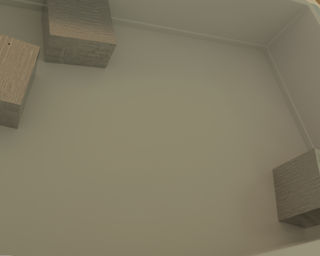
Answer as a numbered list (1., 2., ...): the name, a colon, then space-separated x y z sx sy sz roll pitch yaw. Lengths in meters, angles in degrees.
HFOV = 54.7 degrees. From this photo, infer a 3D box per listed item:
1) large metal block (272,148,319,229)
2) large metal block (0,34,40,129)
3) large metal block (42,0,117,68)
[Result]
1. large metal block: 0.208 0.086 0.430 0.050 0.080 0.080 19 54 -17
2. large metal block: -0.180 -0.054 0.325 0.081 0.050 0.080 15 56 -20
3. large metal block: -0.109 -0.130 0.410 0.081 0.050 0.080 1 61 -28
